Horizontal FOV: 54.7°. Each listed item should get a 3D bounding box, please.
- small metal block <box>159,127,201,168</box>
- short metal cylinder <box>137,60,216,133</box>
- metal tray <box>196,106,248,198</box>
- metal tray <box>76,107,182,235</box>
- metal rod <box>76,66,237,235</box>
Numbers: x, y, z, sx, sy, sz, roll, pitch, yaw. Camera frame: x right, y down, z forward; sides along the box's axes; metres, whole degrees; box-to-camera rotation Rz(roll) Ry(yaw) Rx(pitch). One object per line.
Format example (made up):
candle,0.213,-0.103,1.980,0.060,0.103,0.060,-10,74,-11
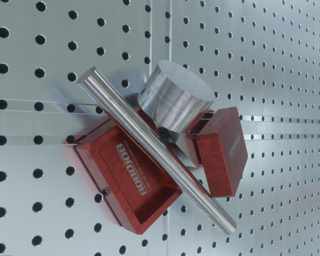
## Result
small metal block,0.023,0.025,0.407,0.050,0.050,0.025,48,61,-30
short metal cylinder,0.020,-0.039,0.378,0.081,0.080,0.050,10,125,-40
metal tray,0.095,0.030,0.448,0.131,0.030,0.089,-40,117,-59
metal tray,-0.030,0.050,0.376,0.091,0.030,0.129,-39,114,-33
metal rod,0.014,0.046,0.377,0.300,0.025,0.025,49,61,-29
